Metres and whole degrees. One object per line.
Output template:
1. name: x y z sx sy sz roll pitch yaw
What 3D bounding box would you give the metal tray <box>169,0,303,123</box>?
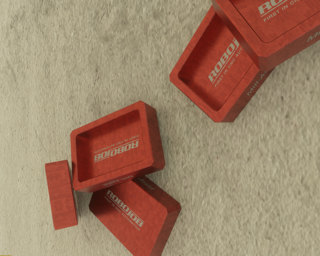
1. metal tray: 0.077 -0.081 0.337 0.090 0.030 0.129 47 118 29

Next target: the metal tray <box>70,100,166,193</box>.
1. metal tray: -0.062 0.028 0.420 0.130 0.030 0.090 -21 64 24

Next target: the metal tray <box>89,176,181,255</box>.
1. metal tray: -0.041 0.111 0.433 0.130 0.030 0.089 32 110 35

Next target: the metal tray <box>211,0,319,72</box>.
1. metal tray: 0.121 -0.121 0.267 0.130 0.030 0.090 -32 67 9

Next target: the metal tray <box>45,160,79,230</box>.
1. metal tray: -0.148 0.102 0.475 0.130 0.030 0.090 138 121 -71
